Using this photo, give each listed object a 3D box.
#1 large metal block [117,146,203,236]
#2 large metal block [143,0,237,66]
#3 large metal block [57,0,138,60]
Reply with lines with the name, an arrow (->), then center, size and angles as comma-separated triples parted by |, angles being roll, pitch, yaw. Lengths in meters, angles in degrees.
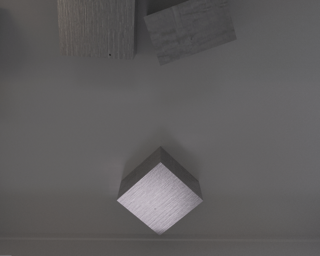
large metal block -> 0.000, 0.087, 0.430 | 0.080, 0.050, 0.080 | -43, 105, 14
large metal block -> 0.030, -0.111, 0.341 | 0.080, 0.080, 0.050 | -18, 109, 6
large metal block -> -0.068, -0.124, 0.352 | 0.081, 0.050, 0.079 | 3, 110, -2
